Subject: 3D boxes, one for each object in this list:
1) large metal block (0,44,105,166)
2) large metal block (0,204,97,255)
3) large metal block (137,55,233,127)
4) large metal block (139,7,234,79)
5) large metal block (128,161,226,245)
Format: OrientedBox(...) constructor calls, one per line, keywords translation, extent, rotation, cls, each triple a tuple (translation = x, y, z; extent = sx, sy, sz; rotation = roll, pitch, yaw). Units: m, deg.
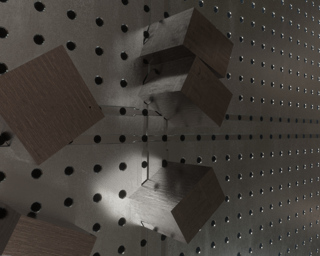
OrientedBox(translation=(-0.115, -0.022, 0.298), extent=(0.080, 0.050, 0.080), rotation=(-42, 116, -32), cls="large metal block")
OrientedBox(translation=(-0.120, 0.127, 0.294), extent=(0.080, 0.050, 0.080), rotation=(33, 69, -35), cls="large metal block")
OrientedBox(translation=(0.033, -0.043, 0.403), extent=(0.080, 0.080, 0.050), rotation=(38, 67, -34), cls="large metal block")
OrientedBox(translation=(0.035, -0.102, 0.404), extent=(0.080, 0.080, 0.050), rotation=(27, 73, -37), cls="large metal block")
OrientedBox(translation=(0.022, 0.089, 0.394), extent=(0.080, 0.080, 0.050), rotation=(-39, 114, -33), cls="large metal block")
